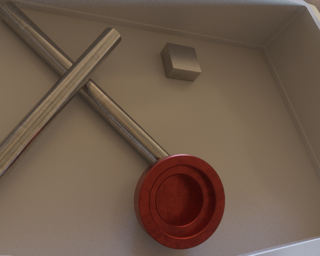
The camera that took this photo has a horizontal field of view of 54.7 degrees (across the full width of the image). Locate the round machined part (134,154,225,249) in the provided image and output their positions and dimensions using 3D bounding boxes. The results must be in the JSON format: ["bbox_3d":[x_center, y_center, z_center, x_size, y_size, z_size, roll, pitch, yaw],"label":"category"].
[{"bbox_3d":[0.019,0.079,0.344,0.099,0.042,0.097,3,82,-19],"label":"round machined part"}]

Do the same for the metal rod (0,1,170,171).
[{"bbox_3d":[-0.088,-0.046,0.387,0.300,0.025,0.025,44,51,2],"label":"metal rod"}]

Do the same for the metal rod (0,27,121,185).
[{"bbox_3d":[-0.125,-0.010,0.323,0.025,0.025,0.301,34,58,-6],"label":"metal rod"}]

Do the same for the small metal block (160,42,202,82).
[{"bbox_3d":[0.032,-0.103,0.488,0.050,0.025,0.050,3,60,-27],"label":"small metal block"}]
